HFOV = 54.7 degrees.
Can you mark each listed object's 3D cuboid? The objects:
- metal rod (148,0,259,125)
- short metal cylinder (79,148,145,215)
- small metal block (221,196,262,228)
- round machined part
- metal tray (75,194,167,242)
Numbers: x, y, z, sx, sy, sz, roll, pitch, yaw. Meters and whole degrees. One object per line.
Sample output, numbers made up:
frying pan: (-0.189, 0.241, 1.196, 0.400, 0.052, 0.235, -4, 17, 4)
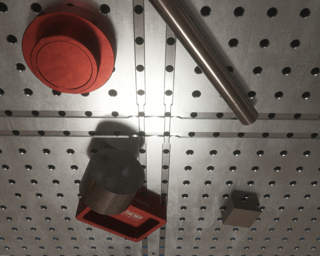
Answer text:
metal rod: (0.026, -0.104, 0.323, 0.025, 0.025, 0.300, -30, 125, 23)
short metal cylinder: (-0.068, 0.075, 0.438, 0.081, 0.080, 0.050, 18, 128, -16)
small metal block: (0.141, 0.147, 0.539, 0.050, 0.025, 0.050, 11, 129, -10)
round machined part: (-0.098, -0.076, 0.334, 0.099, 0.042, 0.097, 0, 130, 0)
metal tray: (-0.064, 0.145, 0.530, 0.131, 0.030, 0.090, 31, 123, -24)
